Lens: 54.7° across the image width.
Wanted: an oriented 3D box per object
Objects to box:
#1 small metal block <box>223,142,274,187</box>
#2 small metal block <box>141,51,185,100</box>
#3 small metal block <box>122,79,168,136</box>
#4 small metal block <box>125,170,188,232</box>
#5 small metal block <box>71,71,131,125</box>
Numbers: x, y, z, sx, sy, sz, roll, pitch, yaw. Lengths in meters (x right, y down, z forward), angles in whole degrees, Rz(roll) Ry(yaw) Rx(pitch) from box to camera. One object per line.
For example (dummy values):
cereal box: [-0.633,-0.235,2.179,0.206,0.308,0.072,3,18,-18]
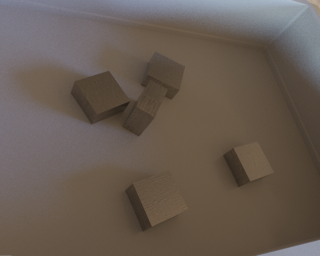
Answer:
small metal block: [0.126,0.051,0.442,0.050,0.025,0.050,-10,67,-33]
small metal block: [0.005,-0.077,0.455,0.050,0.025,0.050,24,53,-14]
small metal block: [-0.019,-0.025,0.394,0.025,0.050,0.050,30,52,-9]
small metal block: [-0.004,0.082,0.353,0.050,0.025,0.050,-15,69,-34]
small metal block: [-0.075,-0.039,0.389,0.050,0.025,0.050,-27,77,-37]
